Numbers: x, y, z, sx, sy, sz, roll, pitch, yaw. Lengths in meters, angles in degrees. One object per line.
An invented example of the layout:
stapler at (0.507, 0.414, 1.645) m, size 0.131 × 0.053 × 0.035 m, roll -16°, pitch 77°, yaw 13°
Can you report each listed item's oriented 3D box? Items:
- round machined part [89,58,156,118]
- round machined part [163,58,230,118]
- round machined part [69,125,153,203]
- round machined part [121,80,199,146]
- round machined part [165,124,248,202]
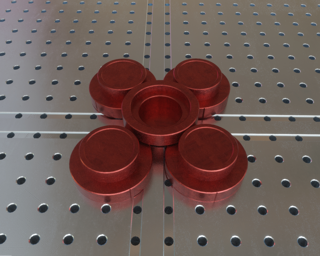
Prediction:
round machined part at (-0.053, -0.063, 0.448) m, size 0.099 × 0.042 × 0.098 m, roll 0°, pitch 50°, yaw 0°
round machined part at (0.053, -0.064, 0.450) m, size 0.099 × 0.042 × 0.098 m, roll 0°, pitch 50°, yaw 0°
round machined part at (-0.058, 0.035, 0.367) m, size 0.099 × 0.042 × 0.098 m, roll 0°, pitch 50°, yaw 0°
round machined part at (0.001, -0.015, 0.407) m, size 0.099 × 0.042 × 0.098 m, roll 0°, pitch 50°, yaw 0°
round machined part at (0.055, 0.034, 0.368) m, size 0.099 × 0.042 × 0.098 m, roll 0°, pitch 50°, yaw 0°
